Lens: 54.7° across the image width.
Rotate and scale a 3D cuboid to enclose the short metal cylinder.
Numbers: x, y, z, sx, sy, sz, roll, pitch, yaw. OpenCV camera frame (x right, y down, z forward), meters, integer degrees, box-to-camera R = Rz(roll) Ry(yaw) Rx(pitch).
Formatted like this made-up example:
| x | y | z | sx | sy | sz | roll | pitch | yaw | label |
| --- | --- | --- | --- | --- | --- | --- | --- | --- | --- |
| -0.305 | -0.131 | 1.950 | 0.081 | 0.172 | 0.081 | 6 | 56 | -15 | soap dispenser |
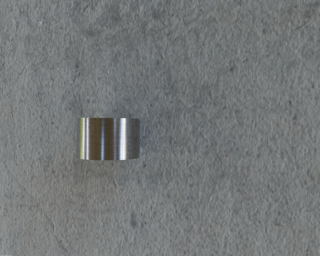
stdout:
| x | y | z | sx | sy | sz | roll | pitch | yaw | label |
| --- | --- | --- | --- | --- | --- | --- | --- | --- | --- |
| -0.066 | 0.013 | 0.402 | 0.080 | 0.080 | 0.050 | 1 | 91 | 19 | short metal cylinder |
